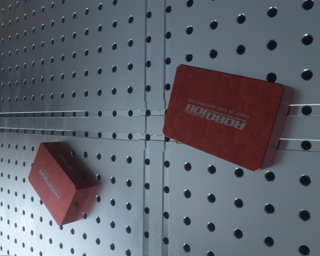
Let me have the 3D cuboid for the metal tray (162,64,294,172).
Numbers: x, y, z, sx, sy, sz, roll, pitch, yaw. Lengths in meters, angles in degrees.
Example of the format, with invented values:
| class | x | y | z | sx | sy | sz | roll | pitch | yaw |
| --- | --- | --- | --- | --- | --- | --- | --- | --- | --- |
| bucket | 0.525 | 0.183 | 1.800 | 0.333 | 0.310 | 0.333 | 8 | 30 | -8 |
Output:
| class | x | y | z | sx | sy | sz | roll | pitch | yaw |
| --- | --- | --- | --- | --- | --- | --- | --- | --- | --- |
| metal tray | 0.069 | -0.016 | 0.348 | 0.130 | 0.030 | 0.089 | 21 | 103 | 37 |

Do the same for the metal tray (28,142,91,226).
| class | x | y | z | sx | sy | sz | roll | pitch | yaw |
| --- | --- | --- | --- | --- | --- | --- | --- | --- | --- |
| metal tray | -0.184 | 0.096 | 0.554 | 0.130 | 0.030 | 0.089 | 41 | 114 | 32 |
